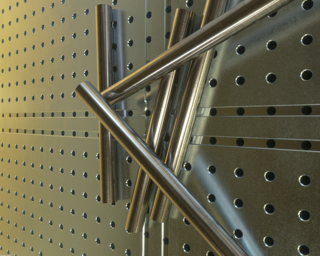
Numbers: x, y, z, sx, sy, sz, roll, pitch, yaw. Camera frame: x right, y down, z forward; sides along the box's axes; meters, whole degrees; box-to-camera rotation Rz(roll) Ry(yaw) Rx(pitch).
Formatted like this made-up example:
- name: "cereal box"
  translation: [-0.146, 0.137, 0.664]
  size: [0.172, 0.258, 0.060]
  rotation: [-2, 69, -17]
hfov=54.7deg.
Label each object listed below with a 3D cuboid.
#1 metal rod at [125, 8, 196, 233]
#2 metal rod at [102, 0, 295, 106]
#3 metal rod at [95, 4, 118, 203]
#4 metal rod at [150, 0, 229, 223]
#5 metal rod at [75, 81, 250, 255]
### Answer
- name: "metal rod"
  translation: [-0.002, -0.001, 0.409]
  size: [0.025, 0.025, 0.298]
  rotation: [22, 104, 37]
- name: "metal rod"
  translation: [0.030, -0.087, 0.348]
  size: [0.299, 0.025, 0.025]
  rotation: [-24, 75, 37]
- name: "metal rod"
  translation: [-0.082, -0.037, 0.474]
  size: [0.025, 0.025, 0.298]
  rotation: [-3, 88, 39]
- name: "metal rod"
  translation: [0.035, -0.023, 0.378]
  size: [0.025, 0.025, 0.298]
  rotation: [23, 104, 37]
- name: "metal rod"
  translation: [-0.005, 0.049, 0.375]
  size: [0.300, 0.025, 0.025]
  rotation: [46, 118, 17]
